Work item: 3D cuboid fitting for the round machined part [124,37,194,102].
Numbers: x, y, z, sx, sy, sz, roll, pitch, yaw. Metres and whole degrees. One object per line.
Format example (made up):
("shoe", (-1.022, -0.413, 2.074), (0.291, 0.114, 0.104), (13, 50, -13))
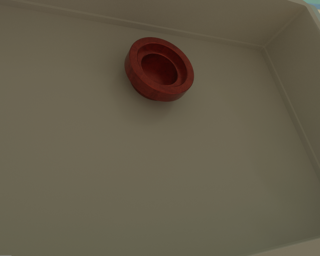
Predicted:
("round machined part", (-0.004, -0.078, 0.442), (0.099, 0.042, 0.098), (14, 56, -21))
